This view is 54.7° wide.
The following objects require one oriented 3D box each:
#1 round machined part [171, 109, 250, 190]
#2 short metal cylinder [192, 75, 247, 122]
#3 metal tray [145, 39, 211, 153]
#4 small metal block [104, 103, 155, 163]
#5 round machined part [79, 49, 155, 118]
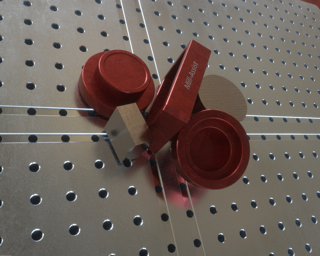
[{"bbox_3d":[0.060,0.028,0.393,0.099,0.042,0.097,2,82,-18],"label":"round machined part"},{"bbox_3d":[0.077,-0.030,0.447,0.081,0.050,0.080,14,56,-21],"label":"short metal cylinder"},{"bbox_3d":[0.018,-0.041,0.396,0.030,0.090,0.130,29,52,-10],"label":"metal tray"},{"bbox_3d":[-0.037,0.006,0.363,0.025,0.050,0.050,-16,71,-35],"label":"small metal block"},{"bbox_3d":[-0.051,-0.062,0.402,0.099,0.042,0.098,14,56,-21],"label":"round machined part"}]
